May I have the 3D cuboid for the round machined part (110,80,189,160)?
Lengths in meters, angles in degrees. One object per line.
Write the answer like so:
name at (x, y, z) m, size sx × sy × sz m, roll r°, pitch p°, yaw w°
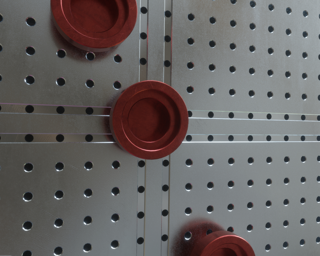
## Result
round machined part at (-0.016, -0.010, 0.398) m, size 0.099 × 0.042 × 0.097 m, roll 0°, pitch 90°, yaw -21°

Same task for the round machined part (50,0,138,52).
round machined part at (-0.080, -0.140, 0.374) m, size 0.099 × 0.042 × 0.097 m, roll 0°, pitch 90°, yaw -21°

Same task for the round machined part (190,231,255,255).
round machined part at (0.082, 0.193, 0.436) m, size 0.099 × 0.042 × 0.097 m, roll 0°, pitch 90°, yaw -21°
